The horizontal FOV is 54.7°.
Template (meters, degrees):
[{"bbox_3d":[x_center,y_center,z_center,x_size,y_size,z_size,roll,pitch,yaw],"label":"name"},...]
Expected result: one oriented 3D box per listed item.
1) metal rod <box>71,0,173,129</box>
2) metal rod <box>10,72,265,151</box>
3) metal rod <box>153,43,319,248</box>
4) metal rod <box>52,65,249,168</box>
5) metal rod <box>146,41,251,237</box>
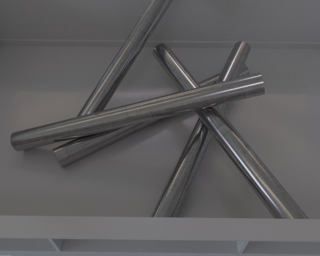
[{"bbox_3d":[-0.031,-0.120,0.421,0.025,0.025,0.300,28,81,21],"label":"metal rod"},{"bbox_3d":[-0.034,-0.016,0.363,0.301,0.025,0.025,-13,50,9],"label":"metal rod"},{"bbox_3d":[0.066,-0.006,0.358,0.025,0.025,0.300,-20,53,-16],"label":"metal rod"},{"bbox_3d":[0.003,-0.026,0.426,0.302,0.025,0.025,-26,55,-21],"label":"metal rod"},{"bbox_3d":[0.061,-0.008,0.392,0.025,0.025,0.301,20,58,16],"label":"metal rod"}]
